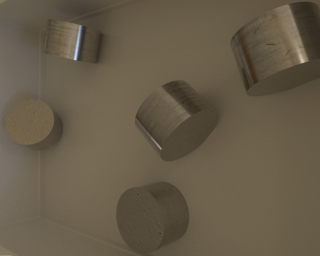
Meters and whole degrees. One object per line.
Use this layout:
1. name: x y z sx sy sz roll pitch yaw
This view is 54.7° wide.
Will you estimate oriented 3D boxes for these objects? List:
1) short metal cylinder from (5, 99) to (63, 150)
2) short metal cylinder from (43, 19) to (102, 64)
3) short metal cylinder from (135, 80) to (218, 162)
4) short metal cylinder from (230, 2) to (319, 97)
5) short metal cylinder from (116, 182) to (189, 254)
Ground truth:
1. short metal cylinder: -0.218 -0.004 0.540 0.081 0.050 0.080 0 75 -1
2. short metal cylinder: -0.136 -0.133 0.480 0.080 0.081 0.050 20 103 38
3. short metal cylinder: 0.019 -0.007 0.354 0.050 0.081 0.080 50 119 28
4. short metal cylinder: 0.110 -0.067 0.279 0.080 0.081 0.050 -24 75 37
5. short metal cylinder: -0.010 0.112 0.397 0.080 0.050 0.079 0 90 39
